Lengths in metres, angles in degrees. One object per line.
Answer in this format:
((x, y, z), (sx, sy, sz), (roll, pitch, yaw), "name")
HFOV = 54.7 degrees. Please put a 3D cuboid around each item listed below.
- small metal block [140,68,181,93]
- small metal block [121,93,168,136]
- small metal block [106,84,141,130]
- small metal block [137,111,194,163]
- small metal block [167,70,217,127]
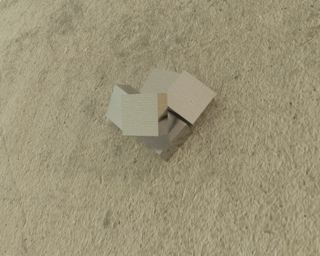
((0.004, -0.053, 0.435), (0.050, 0.025, 0.050), (19, 71, 35), "small metal block")
((-0.019, -0.016, 0.377), (0.050, 0.025, 0.050), (0, 94, 28), "small metal block")
((-0.045, -0.027, 0.429), (0.050, 0.025, 0.050), (38, 119, 37), "small metal block")
((0.005, 0.008, 0.397), (0.050, 0.025, 0.050), (-48, 52, -6), "small metal block")
((0.035, -0.037, 0.394), (0.050, 0.025, 0.050), (37, 81, 4), "small metal block")
